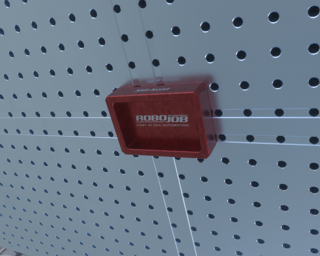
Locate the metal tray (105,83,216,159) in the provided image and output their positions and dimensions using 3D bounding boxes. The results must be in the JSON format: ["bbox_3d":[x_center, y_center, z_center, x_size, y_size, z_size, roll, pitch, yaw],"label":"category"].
[{"bbox_3d":[0.000,-0.008,0.403,0.130,0.030,0.090,0,119,28],"label":"metal tray"}]
